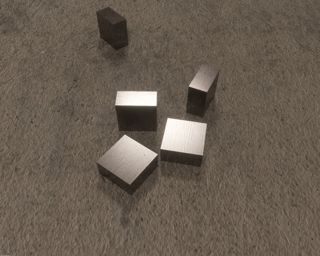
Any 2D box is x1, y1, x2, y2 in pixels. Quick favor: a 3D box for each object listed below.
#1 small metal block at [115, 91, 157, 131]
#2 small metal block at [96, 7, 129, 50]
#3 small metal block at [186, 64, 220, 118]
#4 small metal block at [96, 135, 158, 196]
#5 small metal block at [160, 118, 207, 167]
[{"bbox_3d":[-0.029,-0.021,0.404,0.050,0.050,0.025,1,50,0],"label":"small metal block"},{"bbox_3d":[-0.081,-0.170,0.528,0.025,0.050,0.050,-33,58,-25],"label":"small metal block"},{"bbox_3d":[0.059,-0.051,0.431,0.025,0.050,0.050,21,53,16],"label":"small metal block"},{"bbox_3d":[-0.038,0.043,0.367,0.050,0.025,0.050,30,56,22],"label":"small metal block"},{"bbox_3d":[0.030,0.018,0.389,0.050,0.025,0.050,8,50,6],"label":"small metal block"}]
